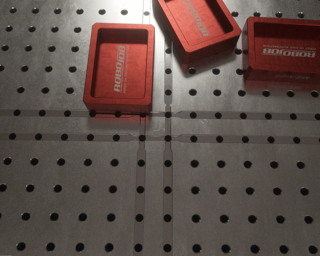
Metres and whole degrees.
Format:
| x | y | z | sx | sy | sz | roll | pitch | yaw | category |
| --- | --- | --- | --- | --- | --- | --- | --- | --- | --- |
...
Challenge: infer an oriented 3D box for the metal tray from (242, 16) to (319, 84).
| x | y | z | sx | sy | sz | roll | pitch | yaw | category |
| --- | --- | --- | --- | --- | --- | --- | --- | --- | --- |
| 0.190 | -0.114 | 0.453 | 0.131 | 0.030 | 0.090 | 4 | 70 | 1 | metal tray |

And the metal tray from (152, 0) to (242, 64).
| x | y | z | sx | sy | sz | roll | pitch | yaw | category |
| --- | --- | --- | --- | --- | --- | --- | --- | --- | --- |
| 0.052 | -0.170 | 0.471 | 0.091 | 0.030 | 0.130 | -22 | 72 | -8 | metal tray |

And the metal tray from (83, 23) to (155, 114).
| x | y | z | sx | sy | sz | roll | pitch | yaw | category |
| --- | --- | --- | --- | --- | --- | --- | --- | --- | --- |
| -0.054 | -0.086 | 0.439 | 0.091 | 0.030 | 0.130 | 2 | 70 | 0 | metal tray |
